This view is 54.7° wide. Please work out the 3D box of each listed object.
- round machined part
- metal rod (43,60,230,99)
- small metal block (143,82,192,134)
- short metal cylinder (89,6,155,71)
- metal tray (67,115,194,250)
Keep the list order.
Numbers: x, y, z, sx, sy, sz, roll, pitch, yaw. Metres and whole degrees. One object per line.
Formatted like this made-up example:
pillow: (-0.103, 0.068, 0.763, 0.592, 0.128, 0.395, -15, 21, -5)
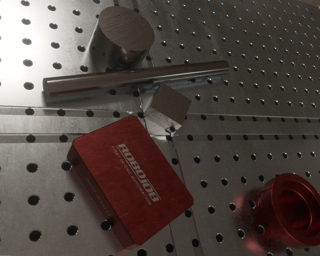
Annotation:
round machined part: (0.178, 0.115, 0.425, 0.099, 0.042, 0.098, 14, 56, -21)
metal rod: (-0.012, -0.075, 0.449, 0.303, 0.025, 0.025, -13, 69, -34)
small metal block: (0.011, -0.028, 0.433, 0.050, 0.025, 0.050, 31, 51, -9)
short metal cylinder: (-0.055, -0.125, 0.440, 0.081, 0.050, 0.080, 14, 56, -21)
metal tray: (-0.033, 0.057, 0.354, 0.091, 0.030, 0.130, -27, 77, -37)
